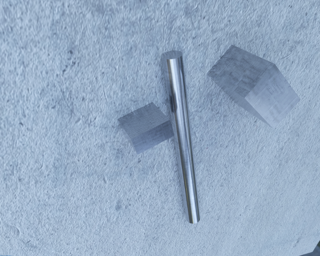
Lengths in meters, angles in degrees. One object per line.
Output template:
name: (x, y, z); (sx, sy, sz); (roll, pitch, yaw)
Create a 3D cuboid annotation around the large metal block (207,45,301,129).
large metal block: (0.121, -0.054, 0.404); (0.050, 0.080, 0.080); (-50, 129, 7)

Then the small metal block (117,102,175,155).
small metal block: (-0.018, -0.001, 0.380); (0.050, 0.050, 0.025); (-27, 128, -11)

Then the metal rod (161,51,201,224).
metal rod: (0.036, 0.035, 0.447); (0.025, 0.025, 0.298); (-22, 127, -16)
